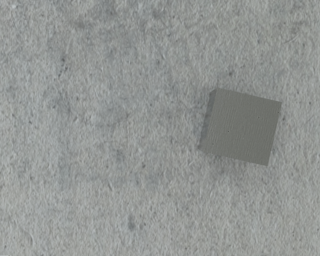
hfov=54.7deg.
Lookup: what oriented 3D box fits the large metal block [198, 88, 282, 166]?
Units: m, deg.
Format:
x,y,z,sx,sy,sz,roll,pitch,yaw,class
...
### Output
x,y,z,sx,sy,sz,roll,pitch,yaw,class
0.100,-0.001,0.399,0.080,0.050,0.080,13,90,-1,large metal block
